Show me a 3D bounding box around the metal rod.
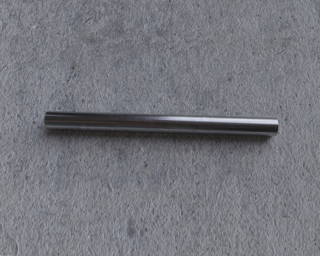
[{"bbox_3d":[0.002,-0.006,0.412,0.302,0.025,0.025,2,70,0],"label":"metal rod"}]
